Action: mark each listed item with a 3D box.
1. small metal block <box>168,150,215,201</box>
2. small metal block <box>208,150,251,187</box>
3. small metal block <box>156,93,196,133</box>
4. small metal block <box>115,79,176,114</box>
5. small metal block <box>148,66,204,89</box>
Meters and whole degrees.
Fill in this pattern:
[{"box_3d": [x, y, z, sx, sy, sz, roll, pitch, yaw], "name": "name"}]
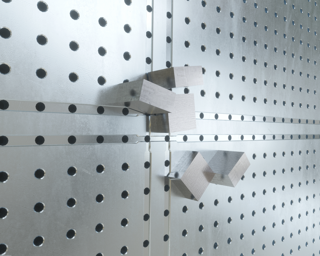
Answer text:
[{"box_3d": [0.047, 0.068, 0.447, 0.050, 0.025, 0.050, -52, 120, -27], "name": "small metal block"}, {"box_3d": [0.102, 0.061, 0.477, 0.050, 0.050, 0.025, -45, 117, -31], "name": "small metal block"}, {"box_3d": [0.022, -0.021, 0.426, 0.050, 0.025, 0.050, -8, 95, -40], "name": "small metal block"}, {"box_3d": [-0.018, -0.036, 0.377, 0.050, 0.050, 0.025, 18, 79, -39], "name": "small metal block"}, {"box_3d": [0.021, -0.065, 0.409, 0.050, 0.050, 0.025, -12, 98, -39], "name": "small metal block"}]
